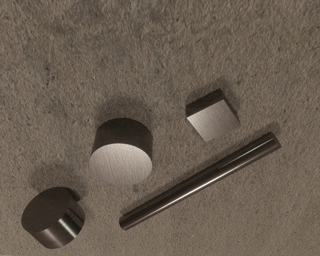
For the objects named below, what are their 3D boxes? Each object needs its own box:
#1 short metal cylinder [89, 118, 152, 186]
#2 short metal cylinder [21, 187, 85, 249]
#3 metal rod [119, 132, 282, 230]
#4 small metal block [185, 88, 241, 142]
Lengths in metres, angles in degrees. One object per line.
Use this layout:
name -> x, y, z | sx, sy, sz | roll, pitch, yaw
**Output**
short metal cylinder -> -0.050, 0.033, 0.418 | 0.081, 0.050, 0.079 | 0, 130, 0
short metal cylinder -> -0.167, 0.141, 0.489 | 0.080, 0.080, 0.050 | -14, 129, 11
metal rod -> 0.048, 0.093, 0.487 | 0.299, 0.025, 0.025 | -35, 122, 25
small metal block -> 0.068, -0.015, 0.395 | 0.050, 0.025, 0.050 | -27, 126, 21
